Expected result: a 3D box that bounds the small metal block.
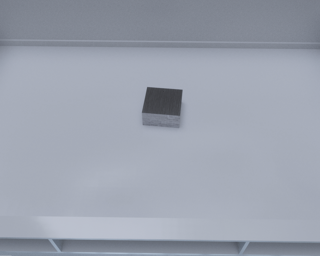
[{"bbox_3d":[0.004,-0.029,0.430,0.050,0.025,0.050,5,50,4],"label":"small metal block"}]
